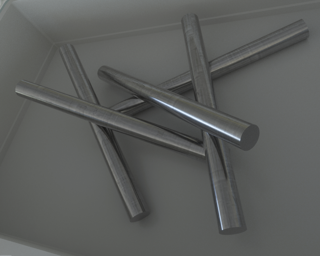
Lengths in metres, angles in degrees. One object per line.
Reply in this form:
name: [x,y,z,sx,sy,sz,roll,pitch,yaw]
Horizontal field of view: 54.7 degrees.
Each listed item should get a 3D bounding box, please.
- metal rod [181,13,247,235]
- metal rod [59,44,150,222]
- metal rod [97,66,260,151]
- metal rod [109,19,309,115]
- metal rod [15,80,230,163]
metal rod: [0.054,-0.031,0.362,0.025,0.025,0.299,-18,54,18]
metal rod: [-0.087,-0.012,0.428,0.025,0.025,0.299,-33,61,7]
metal rod: [-0.005,-0.040,0.387,0.025,0.025,0.300,-51,40,-8]
metal rod: [0.046,-0.068,0.423,0.301,0.025,0.025,-23,53,14]
metal rod: [-0.061,-0.011,0.394,0.301,0.025,0.025,19,71,18]
